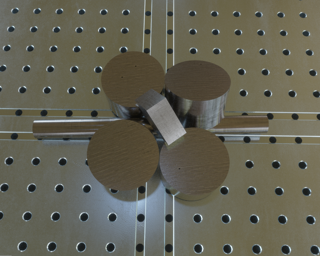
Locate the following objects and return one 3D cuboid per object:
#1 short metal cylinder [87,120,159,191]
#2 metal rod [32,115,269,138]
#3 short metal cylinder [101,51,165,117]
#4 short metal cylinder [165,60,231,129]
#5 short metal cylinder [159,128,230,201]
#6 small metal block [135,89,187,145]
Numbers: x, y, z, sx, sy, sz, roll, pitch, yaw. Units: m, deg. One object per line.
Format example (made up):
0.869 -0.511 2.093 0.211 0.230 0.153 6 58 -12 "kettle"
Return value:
-0.041 0.030 0.370 0.081 0.050 0.079 0 90 -1 "short metal cylinder"
-0.011 -0.002 0.408 0.302 0.025 0.025 -1 70 -1 "metal rod"
-0.034 -0.054 0.414 0.081 0.050 0.080 0 70 0 "short metal cylinder"
0.046 -0.043 0.396 0.081 0.050 0.080 0 47 0 "short metal cylinder"
0.040 0.045 0.378 0.081 0.050 0.080 0 70 0 "short metal cylinder"
0.000 -0.014 0.362 0.025 0.050 0.050 -35 116 -6 "small metal block"
